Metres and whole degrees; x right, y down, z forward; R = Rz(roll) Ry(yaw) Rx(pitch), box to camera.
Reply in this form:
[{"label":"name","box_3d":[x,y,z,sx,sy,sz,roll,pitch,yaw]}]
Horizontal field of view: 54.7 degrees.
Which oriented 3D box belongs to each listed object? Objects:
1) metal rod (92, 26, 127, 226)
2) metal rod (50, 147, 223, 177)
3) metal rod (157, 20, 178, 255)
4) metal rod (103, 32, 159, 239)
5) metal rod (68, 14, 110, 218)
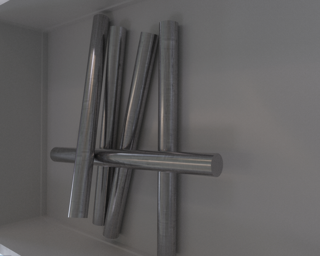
[{"label":"metal rod","box_3d":[-0.077,0.000,0.470,0.025,0.025,0.298,10,96,39]},{"label":"metal rod","box_3d":[-0.056,0.041,0.418,0.300,0.025,0.025,-1,89,40]},{"label":"metal rod","box_3d":[0.010,0.015,0.398,0.025,0.025,0.298,1,91,40]},{"label":"metal rod","box_3d":[-0.044,0.017,0.442,0.025,0.025,0.298,20,102,38]},{"label":"metal rod","box_3d":[-0.099,-0.027,0.442,0.025,0.025,0.299,-11,69,39]}]
